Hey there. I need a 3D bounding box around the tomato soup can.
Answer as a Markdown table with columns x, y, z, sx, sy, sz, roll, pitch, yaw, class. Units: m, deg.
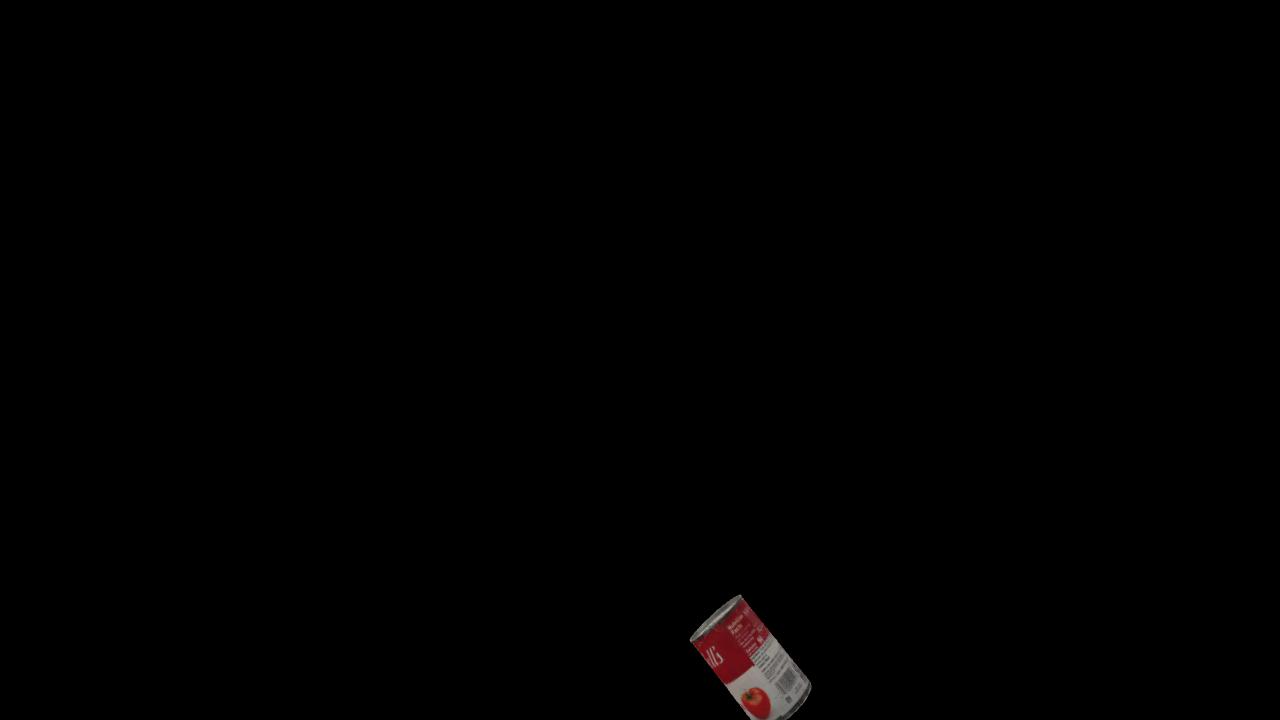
| x | y | z | sx | sy | sz | roll | pitch | yaw | class |
| --- | --- | --- | --- | --- | --- | --- | --- | --- | --- |
| 0.106 | 0.289 | 0.591 | 0.068 | 0.101 | 0.068 | -38 | -15 | -12 | tomato soup can |
